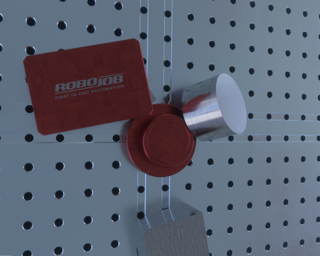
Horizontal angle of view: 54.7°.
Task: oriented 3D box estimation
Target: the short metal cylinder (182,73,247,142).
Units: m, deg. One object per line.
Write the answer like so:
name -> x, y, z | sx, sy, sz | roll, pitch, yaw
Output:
short metal cylinder -> 0.073, -0.026, 0.408 | 0.080, 0.050, 0.080 | 23, 59, -46

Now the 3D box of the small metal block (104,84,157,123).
small metal block -> -0.042, -0.042, 0.398 | 0.050, 0.025, 0.050 | -39, 103, -16

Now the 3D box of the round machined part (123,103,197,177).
round machined part -> 0.005, 0.016, 0.406 | 0.099, 0.042, 0.097 | 0, 90, -21

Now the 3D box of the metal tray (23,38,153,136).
metal tray -> -0.081, -0.047, 0.363 | 0.131, 0.030, 0.089 | -11, 92, -6

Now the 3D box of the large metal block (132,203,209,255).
large metal block -> 0.015, 0.154, 0.406 | 0.081, 0.050, 0.079 | -11, 94, -20
